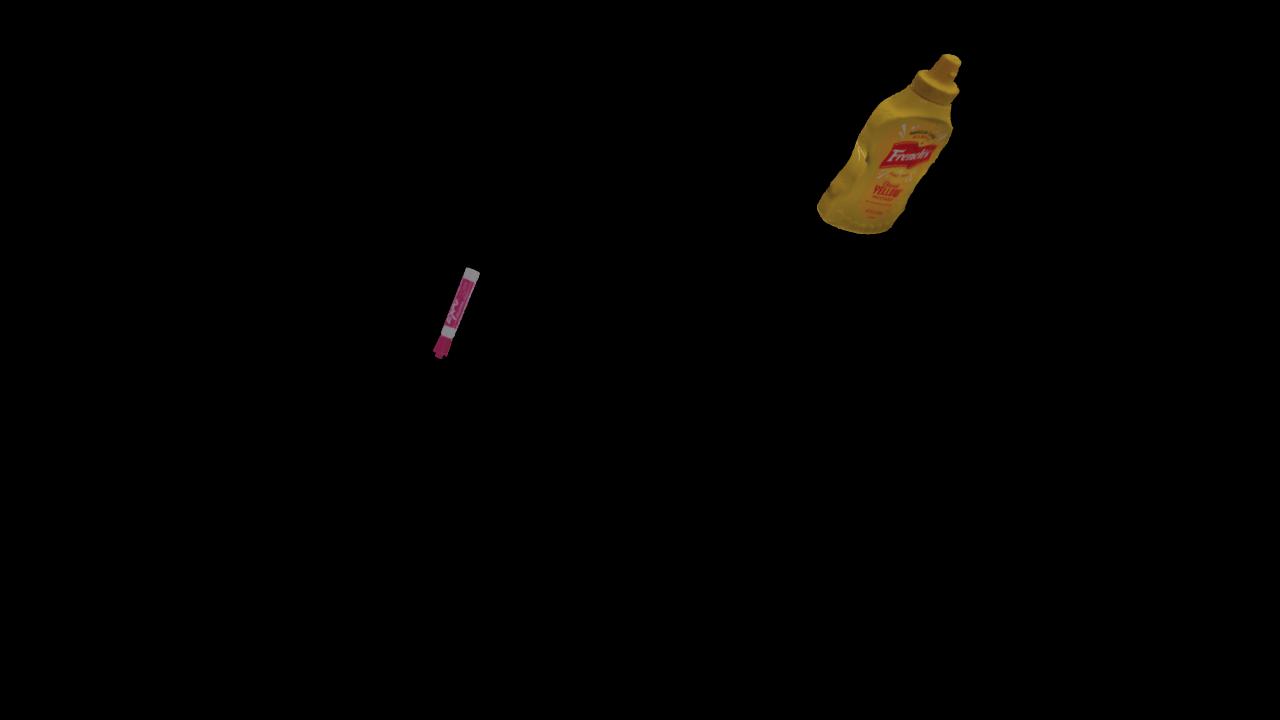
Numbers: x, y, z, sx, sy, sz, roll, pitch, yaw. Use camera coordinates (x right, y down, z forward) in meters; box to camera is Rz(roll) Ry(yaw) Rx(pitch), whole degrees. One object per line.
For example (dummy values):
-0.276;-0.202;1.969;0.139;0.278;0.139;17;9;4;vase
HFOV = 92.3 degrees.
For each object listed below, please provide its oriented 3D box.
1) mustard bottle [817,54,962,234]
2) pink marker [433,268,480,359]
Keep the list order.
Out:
0.260;-0.215;0.621;0.092;0.054;0.184;7;-43;-15;mustard bottle
-0.235;-0.059;0.784;0.020;0.121;0.020;20;-5;2;pink marker
